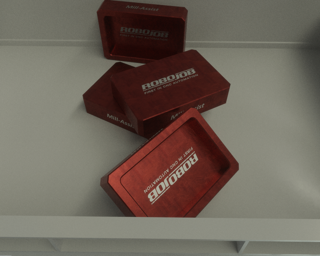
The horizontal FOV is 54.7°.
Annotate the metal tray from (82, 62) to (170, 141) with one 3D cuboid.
[{"bbox_3d":[-0.029,-0.039,0.434,0.130,0.030,0.090,23,53,18],"label":"metal tray"}]

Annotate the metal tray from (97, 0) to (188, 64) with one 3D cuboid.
[{"bbox_3d":[-0.026,-0.146,0.484,0.131,0.090,0.030,8,51,6],"label":"metal tray"}]

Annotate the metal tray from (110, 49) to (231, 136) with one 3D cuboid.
[{"bbox_3d":[0.013,-0.051,0.405,0.131,0.030,0.090,-22,54,-18],"label":"metal tray"}]

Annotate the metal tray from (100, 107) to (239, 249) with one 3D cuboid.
[{"bbox_3d":[0.015,0.049,0.331,0.131,0.030,0.090,-39,93,-28],"label":"metal tray"}]
